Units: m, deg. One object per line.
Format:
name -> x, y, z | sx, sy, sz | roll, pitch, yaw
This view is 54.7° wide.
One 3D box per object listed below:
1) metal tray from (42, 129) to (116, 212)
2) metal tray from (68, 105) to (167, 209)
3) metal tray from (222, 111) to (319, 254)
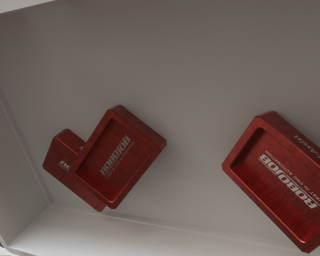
metal tray -> -0.128, 0.073, 0.518 | 0.130, 0.030, 0.089 | 38, 129, 2
metal tray -> -0.063, 0.043, 0.443 | 0.090, 0.030, 0.129 | 38, 113, 2
metal tray -> 0.138, 0.056, 0.333 | 0.130, 0.030, 0.089 | 47, 134, 27
